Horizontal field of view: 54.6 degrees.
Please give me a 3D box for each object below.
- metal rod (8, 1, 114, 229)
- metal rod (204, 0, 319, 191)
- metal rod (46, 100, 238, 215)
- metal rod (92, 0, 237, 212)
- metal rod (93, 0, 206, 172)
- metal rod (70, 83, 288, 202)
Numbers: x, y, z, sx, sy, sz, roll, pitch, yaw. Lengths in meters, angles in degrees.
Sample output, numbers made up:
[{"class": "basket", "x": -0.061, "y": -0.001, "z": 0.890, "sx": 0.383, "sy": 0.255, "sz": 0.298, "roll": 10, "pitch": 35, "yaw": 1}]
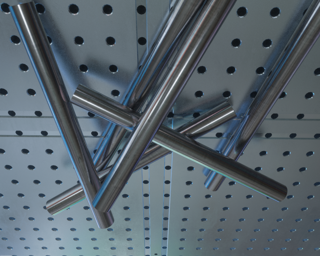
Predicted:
[{"class": "metal rod", "x": -0.108, "y": 0.006, "z": 0.376, "sx": 0.025, "sy": 0.025, "sz": 0.298, "roll": -9, "pitch": 118, "yaw": 7}, {"class": "metal rod", "x": 0.124, "y": -0.020, "z": 0.395, "sx": 0.025, "sy": 0.025, "sz": 0.298, "roll": 13, "pitch": 129, "yaw": -11}, {"class": "metal rod", "x": -0.035, "y": 0.047, "z": 0.428, "sx": 0.300, "sy": 0.025, "sz": 0.025, "roll": -30, "pitch": 125, "yaw": 14}, {"class": "metal rod", "x": 0.001, "y": -0.027, "z": 0.335, "sx": 0.025, "sy": 0.025, "sz": 0.299, "roll": 24, "pitch": 109, "yaw": -19}, {"class": "metal rod", "x": -0.031, "y": -0.034, "z": 0.382, "sx": 0.025, "sy": 0.025, "sz": 0.298, "roll": 21, "pitch": 127, "yaw": -17}, {"class": "metal rod", "x": 0.035, "y": 0.025, "z": 0.388, "sx": 0.301, "sy": 0.025, "sz": 0.025, "roll": 26, "pitch": 125, "yaw": -14}]
